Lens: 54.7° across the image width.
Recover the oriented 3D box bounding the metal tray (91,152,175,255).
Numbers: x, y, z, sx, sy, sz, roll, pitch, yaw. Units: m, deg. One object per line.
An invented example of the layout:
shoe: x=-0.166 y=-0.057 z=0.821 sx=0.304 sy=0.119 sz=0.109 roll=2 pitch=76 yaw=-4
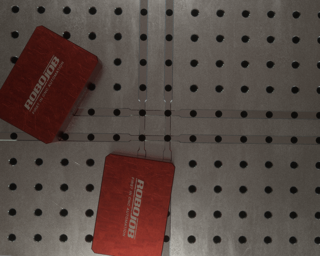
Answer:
metal tray: x=-0.034 y=0.102 z=0.411 sx=0.091 sy=0.030 sz=0.129 roll=9 pitch=90 yaw=-1

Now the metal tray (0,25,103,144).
metal tray: x=-0.148 y=-0.055 z=0.409 sx=0.090 sy=0.030 sz=0.130 roll=30 pitch=90 yaw=-1
